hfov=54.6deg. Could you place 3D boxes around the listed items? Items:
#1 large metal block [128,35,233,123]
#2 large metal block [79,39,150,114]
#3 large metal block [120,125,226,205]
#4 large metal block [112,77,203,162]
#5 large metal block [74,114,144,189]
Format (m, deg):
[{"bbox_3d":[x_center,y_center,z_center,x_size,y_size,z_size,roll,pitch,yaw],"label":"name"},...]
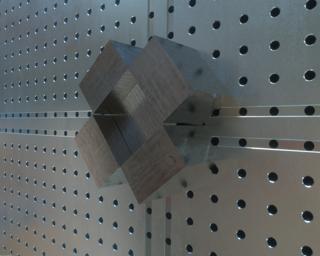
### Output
[{"bbox_3d":[0.024,-0.052,0.355,0.050,0.081,0.080,-46,63,30],"label":"large metal block"},{"bbox_3d":[-0.046,-0.063,0.413,0.080,0.081,0.050,-46,63,30],"label":"large metal block"},{"bbox_3d":[0.016,0.041,0.363,0.080,0.081,0.050,-45,63,31],"label":"large metal block"},{"bbox_3d":[-0.006,-0.011,0.398,0.080,0.050,0.080,-47,61,32],"label":"large metal block"},{"bbox_3d":[-0.056,0.029,0.420,0.050,0.081,0.080,-46,63,30],"label":"large metal block"}]
